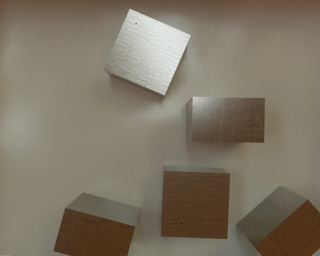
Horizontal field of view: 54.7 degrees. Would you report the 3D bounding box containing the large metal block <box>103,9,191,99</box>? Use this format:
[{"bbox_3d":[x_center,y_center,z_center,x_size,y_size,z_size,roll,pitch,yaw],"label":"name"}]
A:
[{"bbox_3d":[-0.015,-0.092,0.399,0.080,0.050,0.080,23,90,0],"label":"large metal block"}]

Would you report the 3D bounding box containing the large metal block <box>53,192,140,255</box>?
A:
[{"bbox_3d":[-0.073,0.123,0.383,0.080,0.080,0.050,15,90,0],"label":"large metal block"}]

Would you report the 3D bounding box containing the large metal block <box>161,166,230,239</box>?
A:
[{"bbox_3d":[0.043,0.093,0.399,0.081,0.050,0.080,2,90,0],"label":"large metal block"}]

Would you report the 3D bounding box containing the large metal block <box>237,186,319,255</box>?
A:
[{"bbox_3d":[0.151,0.124,0.385,0.080,0.080,0.050,-42,90,0],"label":"large metal block"}]

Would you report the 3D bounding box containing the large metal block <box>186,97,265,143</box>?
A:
[{"bbox_3d":[0.076,-0.009,0.384,0.081,0.080,0.050,1,90,0],"label":"large metal block"}]
